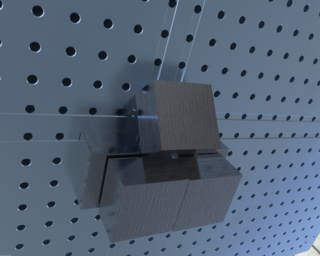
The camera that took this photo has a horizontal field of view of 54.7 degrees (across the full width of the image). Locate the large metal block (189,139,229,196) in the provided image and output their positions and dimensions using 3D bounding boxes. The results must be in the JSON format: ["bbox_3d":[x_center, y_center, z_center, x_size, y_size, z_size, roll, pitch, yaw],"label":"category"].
[{"bbox_3d":[0.043,0.053,0.452,0.081,0.050,0.079,-1,119,-28],"label":"large metal block"}]

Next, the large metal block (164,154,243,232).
[{"bbox_3d":[0.050,0.083,0.408,0.081,0.050,0.079,0,119,-29],"label":"large metal block"}]

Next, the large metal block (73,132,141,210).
[{"bbox_3d":[-0.061,0.052,0.396,0.081,0.050,0.079,1,118,-30],"label":"large metal block"}]

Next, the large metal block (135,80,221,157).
[{"bbox_3d":[0.021,-0.009,0.376,0.081,0.050,0.080,0,76,-29],"label":"large metal block"}]

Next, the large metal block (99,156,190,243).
[{"bbox_3d":[-0.021,0.081,0.367,0.081,0.050,0.079,0,119,-29],"label":"large metal block"}]
